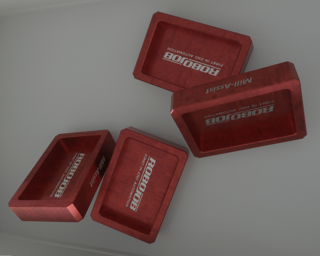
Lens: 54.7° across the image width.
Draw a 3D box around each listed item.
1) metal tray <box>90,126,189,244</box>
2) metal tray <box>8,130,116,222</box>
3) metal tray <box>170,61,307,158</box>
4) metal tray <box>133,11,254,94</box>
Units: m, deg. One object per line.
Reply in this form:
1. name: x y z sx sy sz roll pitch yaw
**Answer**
1. metal tray: -0.026 0.073 0.406 0.090 0.030 0.129 21 97 5
2. metal tray: -0.120 0.058 0.402 0.090 0.130 0.030 -5 128 20
3. metal tray: 0.088 -0.014 0.346 0.130 0.090 0.030 -13 44 19
4. metal tray: 0.040 -0.085 0.393 0.130 0.030 0.089 22 97 18
